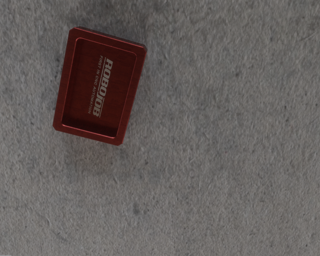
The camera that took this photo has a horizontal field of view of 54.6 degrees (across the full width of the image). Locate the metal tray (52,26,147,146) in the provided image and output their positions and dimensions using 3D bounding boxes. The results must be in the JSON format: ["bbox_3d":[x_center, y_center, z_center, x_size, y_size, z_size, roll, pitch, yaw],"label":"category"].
[{"bbox_3d":[-0.075,-0.050,0.387,0.090,0.030,0.129,15,109,-6],"label":"metal tray"}]
